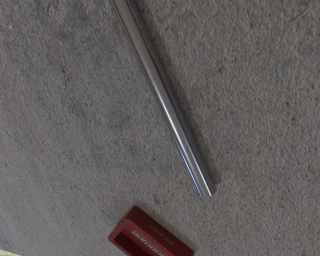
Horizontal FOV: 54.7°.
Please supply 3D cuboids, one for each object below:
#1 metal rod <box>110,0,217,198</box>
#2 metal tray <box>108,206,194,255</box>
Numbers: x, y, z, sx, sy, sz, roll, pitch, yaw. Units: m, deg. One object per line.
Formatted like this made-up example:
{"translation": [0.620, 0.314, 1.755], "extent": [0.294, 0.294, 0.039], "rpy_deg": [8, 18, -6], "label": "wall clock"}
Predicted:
{"translation": [0.005, -0.041, 0.377], "extent": [0.025, 0.025, 0.299], "rpy_deg": [-13, 112, 33], "label": "metal rod"}
{"translation": [-0.018, 0.204, 0.537], "extent": [0.130, 0.030, 0.089], "rpy_deg": [38, 129, 1], "label": "metal tray"}
